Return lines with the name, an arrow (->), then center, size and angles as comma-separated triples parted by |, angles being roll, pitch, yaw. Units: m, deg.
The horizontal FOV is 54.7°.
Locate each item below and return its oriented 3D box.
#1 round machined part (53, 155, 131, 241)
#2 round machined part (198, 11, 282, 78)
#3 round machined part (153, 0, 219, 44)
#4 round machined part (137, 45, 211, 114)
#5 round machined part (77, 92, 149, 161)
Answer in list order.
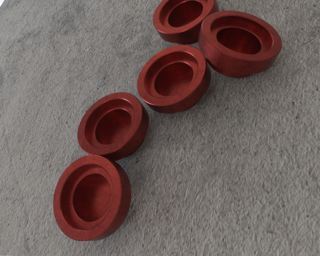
round machined part -> -0.076, 0.084, 0.374 | 0.098, 0.042, 0.098 | -9, 69, 24
round machined part -> 0.095, -0.100, 0.386 | 0.099, 0.042, 0.098 | 5, 52, -6
round machined part -> 0.042, -0.167, 0.474 | 0.098, 0.042, 0.098 | -13, 56, 21
round machined part -> 0.022, -0.061, 0.419 | 0.098, 0.042, 0.098 | -13, 56, 21
round machined part -> -0.059, 0.003, 0.421 | 0.098, 0.042, 0.098 | -13, 54, 20
